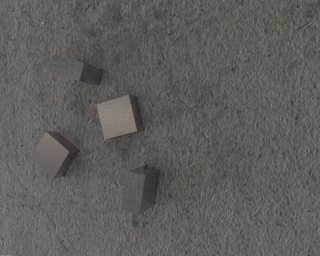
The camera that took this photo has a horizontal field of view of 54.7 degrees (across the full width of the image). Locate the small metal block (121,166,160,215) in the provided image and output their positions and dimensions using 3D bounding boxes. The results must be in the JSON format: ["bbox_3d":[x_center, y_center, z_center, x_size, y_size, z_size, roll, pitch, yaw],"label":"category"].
[{"bbox_3d":[-0.024,0.080,0.404,0.025,0.050,0.050,10,93,20],"label":"small metal block"}]

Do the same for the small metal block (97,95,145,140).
[{"bbox_3d":[-0.054,-0.014,0.428,0.050,0.025,0.050,-15,85,19],"label":"small metal block"}]

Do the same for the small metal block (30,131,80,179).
[{"bbox_3d":[-0.158,0.040,0.465,0.050,0.025,0.050,36,102,16],"label":"small metal block"}]

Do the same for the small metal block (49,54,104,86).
[{"bbox_3d":[-0.117,-0.081,0.437,0.050,0.050,0.025,18,96,19],"label":"small metal block"}]
